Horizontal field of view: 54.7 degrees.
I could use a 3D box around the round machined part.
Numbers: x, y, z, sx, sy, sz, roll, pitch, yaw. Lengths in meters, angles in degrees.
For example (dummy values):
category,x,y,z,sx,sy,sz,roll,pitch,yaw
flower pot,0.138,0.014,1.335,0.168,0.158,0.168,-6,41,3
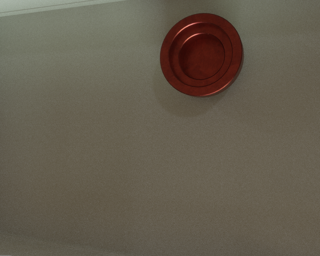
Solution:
category,x,y,z,sx,sy,sz,roll,pitch,yaw
round machined part,0.053,-0.086,0.382,0.098,0.042,0.097,0,90,19
